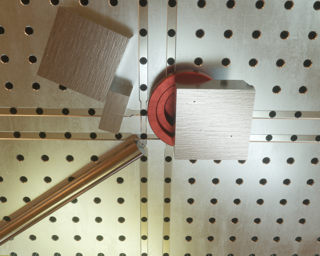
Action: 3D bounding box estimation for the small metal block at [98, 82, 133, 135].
[{"bbox_3d":[-0.055,-0.026,0.390,0.025,0.050,0.050,17,109,-6],"label":"small metal block"}]

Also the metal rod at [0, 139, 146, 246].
[{"bbox_3d":[-0.150,0.106,0.450,0.300,0.025,0.025,-33,107,11],"label":"metal rod"}]

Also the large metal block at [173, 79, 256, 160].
[{"bbox_3d":[0.057,-0.011,0.352,0.081,0.050,0.079,1,110,-1],"label":"large metal block"}]

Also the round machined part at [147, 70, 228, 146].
[{"bbox_3d":[0.034,-0.026,0.395,0.099,0.042,0.097,0,110,-1],"label":"round machined part"}]

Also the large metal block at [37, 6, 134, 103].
[{"bbox_3d":[-0.086,-0.087,0.367,0.080,0.050,0.080,23,108,-9],"label":"large metal block"}]
